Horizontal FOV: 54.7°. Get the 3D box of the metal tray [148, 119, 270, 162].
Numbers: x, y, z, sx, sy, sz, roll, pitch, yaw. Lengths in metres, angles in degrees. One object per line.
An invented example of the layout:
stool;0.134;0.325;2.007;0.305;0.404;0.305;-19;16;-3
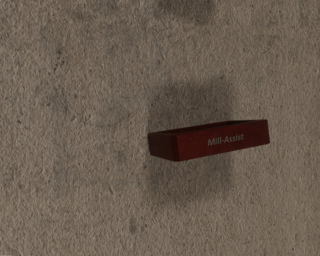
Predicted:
metal tray;0.060;0.013;0.397;0.131;0.090;0.030;-9;93;-20
